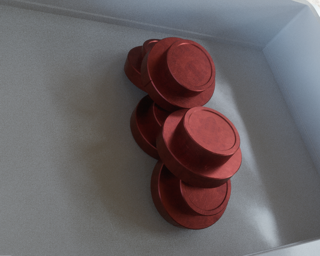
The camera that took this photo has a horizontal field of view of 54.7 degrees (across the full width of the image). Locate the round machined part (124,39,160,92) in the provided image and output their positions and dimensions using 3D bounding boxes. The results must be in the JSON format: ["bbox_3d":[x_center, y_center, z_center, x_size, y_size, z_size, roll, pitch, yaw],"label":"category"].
[{"bbox_3d":[0.003,-0.089,0.434,0.099,0.042,0.098,15,40,-13],"label":"round machined part"}]

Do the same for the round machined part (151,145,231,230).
[{"bbox_3d":[0.042,0.066,0.357,0.099,0.042,0.098,8,73,-26],"label":"round machined part"}]

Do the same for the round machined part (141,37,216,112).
[{"bbox_3d":[0.029,-0.070,0.385,0.099,0.042,0.098,9,70,-26],"label":"round machined part"}]

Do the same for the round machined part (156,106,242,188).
[{"bbox_3d":[0.049,0.014,0.345,0.099,0.042,0.098,15,45,-16],"label":"round machined part"}]

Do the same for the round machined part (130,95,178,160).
[{"bbox_3d":[0.014,-0.008,0.405,0.099,0.042,0.098,14,55,-20],"label":"round machined part"}]
